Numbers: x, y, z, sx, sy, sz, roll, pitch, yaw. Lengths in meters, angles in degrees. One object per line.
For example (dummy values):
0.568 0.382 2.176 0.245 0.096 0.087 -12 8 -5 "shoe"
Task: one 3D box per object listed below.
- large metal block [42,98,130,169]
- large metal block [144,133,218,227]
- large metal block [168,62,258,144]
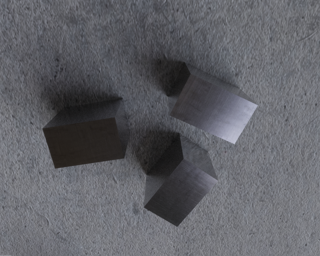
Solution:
-0.084 0.004 0.381 0.080 0.080 0.050 -9 110 3 "large metal block"
0.024 0.065 0.404 0.050 0.080 0.080 34 107 -12 "large metal block"
0.057 -0.033 0.369 0.080 0.080 0.050 24 108 -9 "large metal block"
